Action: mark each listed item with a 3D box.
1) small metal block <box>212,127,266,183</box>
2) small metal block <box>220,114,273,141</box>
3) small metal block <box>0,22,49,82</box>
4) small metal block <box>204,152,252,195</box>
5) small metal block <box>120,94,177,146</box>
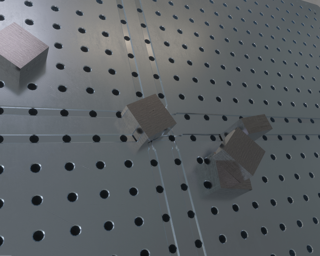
[{"bbox_3d":[0.105,0.035,0.411,0.050,0.025,0.050,42,50,1],"label":"small metal block"},{"bbox_3d":[0.127,0.006,0.456,0.050,0.050,0.025,-10,67,-32],"label":"small metal block"},{"bbox_3d":[-0.172,-0.092,0.372,0.050,0.025,0.050,36,51,-5],"label":"small metal block"},{"bbox_3d":[0.091,0.062,0.419,0.050,0.025,0.050,8,58,-24],"label":"small metal block"},{"bbox_3d":[-0.015,-0.011,0.406,0.050,0.025,0.050,-27,76,-37],"label":"small metal block"}]
